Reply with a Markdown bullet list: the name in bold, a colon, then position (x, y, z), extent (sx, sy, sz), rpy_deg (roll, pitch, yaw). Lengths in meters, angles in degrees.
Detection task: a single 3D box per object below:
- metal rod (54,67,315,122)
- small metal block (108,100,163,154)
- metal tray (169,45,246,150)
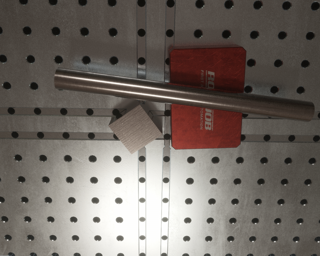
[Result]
- **metal rod**: position (0.031, -0.039, 0.367), extent (0.302, 0.025, 0.025), rpy_deg (7, 110, -3)
- **small metal block**: position (-0.032, -0.001, 0.413), extent (0.050, 0.025, 0.050), rpy_deg (-33, 107, 11)
- **metal tray**: position (0.058, -0.038, 0.398), extent (0.091, 0.030, 0.129), rpy_deg (-2, 110, 0)
